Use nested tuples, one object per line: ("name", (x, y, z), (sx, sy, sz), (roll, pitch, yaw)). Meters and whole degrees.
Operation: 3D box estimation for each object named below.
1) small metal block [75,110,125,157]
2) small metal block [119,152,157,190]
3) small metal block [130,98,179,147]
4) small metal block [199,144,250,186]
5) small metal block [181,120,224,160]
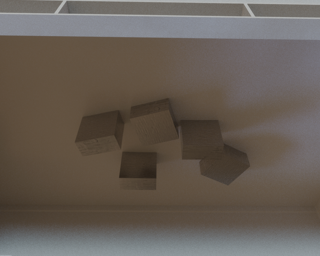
("small metal block", (-0.076, 0.006, 0.397), (0.050, 0.050, 0.025), (-10, 129, 8))
("small metal block", (-0.030, 0.061, 0.444), (0.050, 0.050, 0.025), (1, 130, -1))
("small metal block", (-0.006, -0.007, 0.403), (0.050, 0.025, 0.050), (-13, 129, 10))
("small metal block", (0.094, 0.053, 0.455), (0.050, 0.025, 0.050), (24, 126, -19))
("small metal block", (0.053, 0.015, 0.406), (0.050, 0.050, 0.025), (0, 130, -1))
